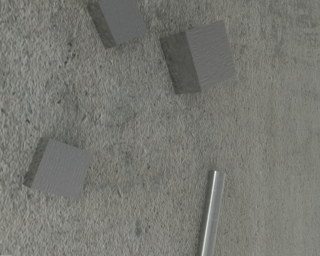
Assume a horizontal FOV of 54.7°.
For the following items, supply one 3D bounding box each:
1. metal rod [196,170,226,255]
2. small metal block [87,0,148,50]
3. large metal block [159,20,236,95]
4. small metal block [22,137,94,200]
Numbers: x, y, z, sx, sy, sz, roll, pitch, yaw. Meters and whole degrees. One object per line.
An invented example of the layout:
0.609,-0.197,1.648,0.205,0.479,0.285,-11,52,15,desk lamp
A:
0.063,0.213,0.460,0.025,0.025,0.299,18,79,-39,metal rod
-0.049,-0.127,0.365,0.050,0.025,0.050,-36,113,-34,small metal block
0.055,-0.099,0.437,0.081,0.050,0.080,-29,108,-37,large metal block
-0.104,0.042,0.319,0.050,0.025,0.050,27,73,-37,small metal block
